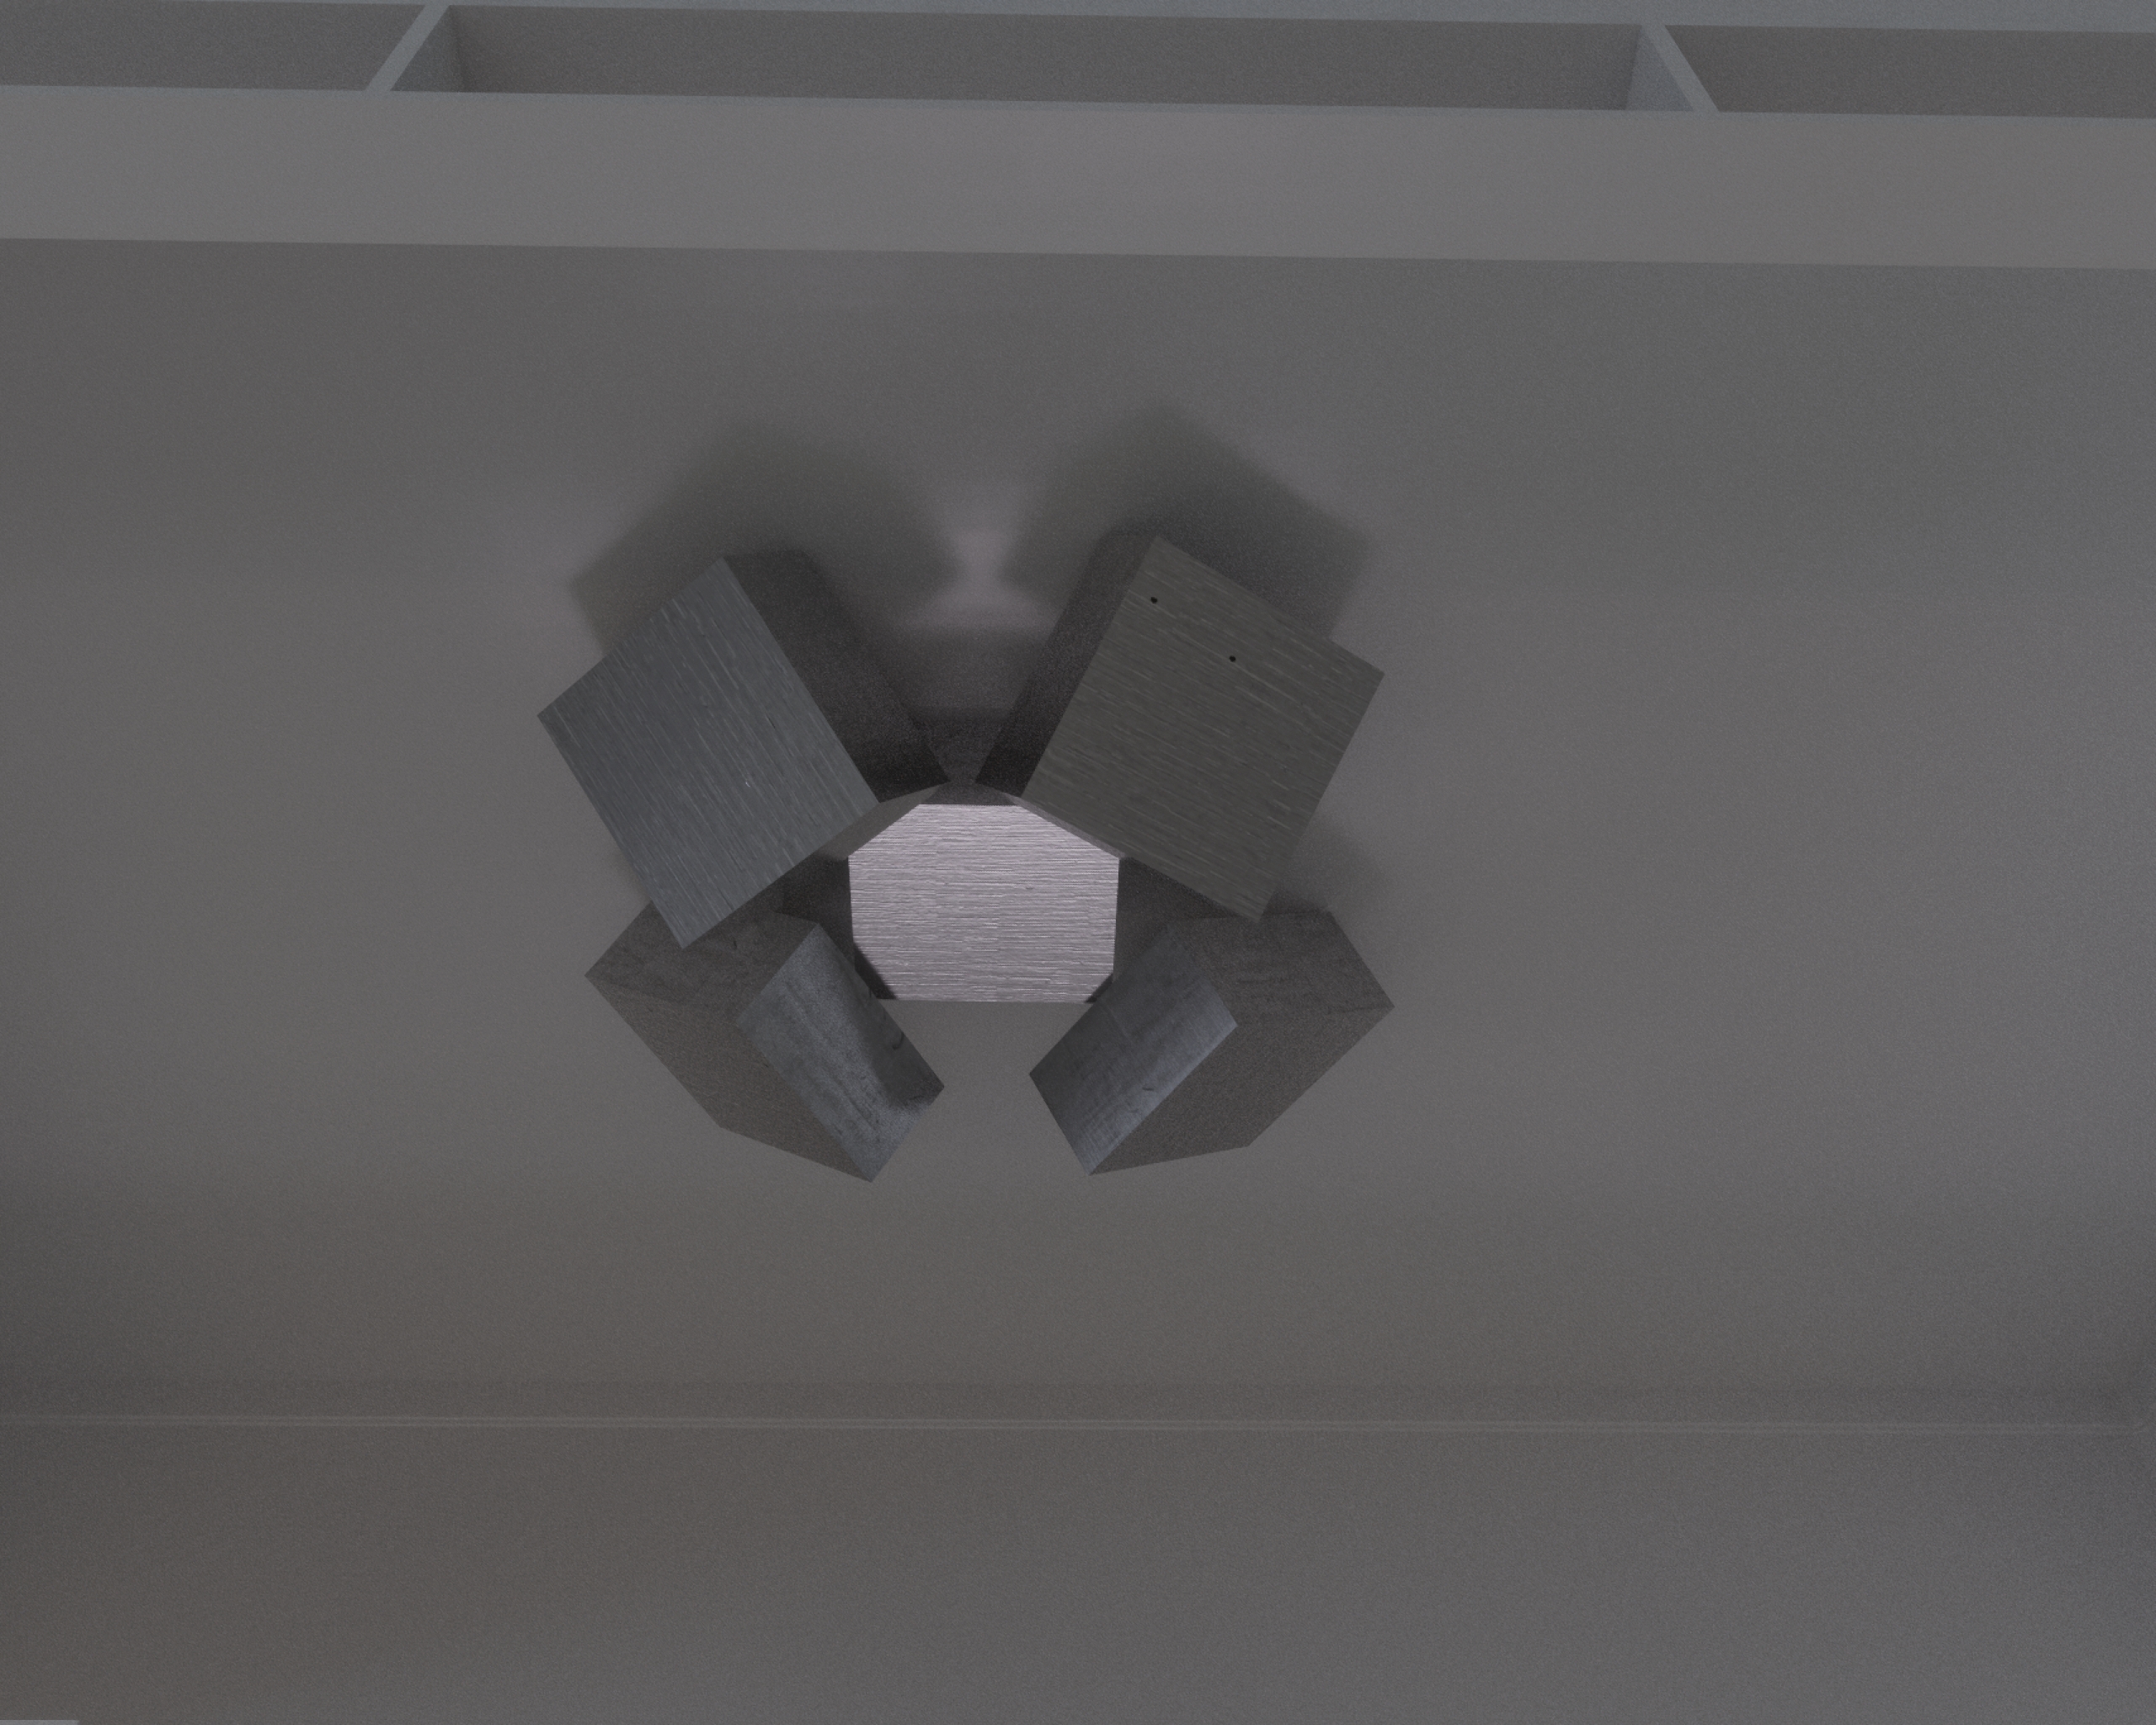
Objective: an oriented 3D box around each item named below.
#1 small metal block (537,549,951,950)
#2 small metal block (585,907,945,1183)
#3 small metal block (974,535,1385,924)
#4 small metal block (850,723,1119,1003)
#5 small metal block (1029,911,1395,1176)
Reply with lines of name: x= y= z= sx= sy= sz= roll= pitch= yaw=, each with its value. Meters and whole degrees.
small metal block: x=-0.060 y=-0.020 z=0.372 sx=0.050 sy=0.025 sz=0.050 roll=-35 pitch=85 yaw=26
small metal block: x=-0.063 y=0.034 z=0.419 sx=0.050 sy=0.025 sz=0.050 roll=10 pitch=144 yaw=43
small metal block: x=0.018 y=-0.024 z=0.370 sx=0.050 sy=0.025 sz=0.050 roll=28 pitch=87 yaw=-22
small metal block: x=-0.018 y=0.000 z=0.406 sx=0.050 sy=0.025 sz=0.050 roll=1 pitch=130 yaw=-1
small metal block: x=0.027 y=0.036 z=0.423 sx=0.050 sy=0.025 sz=0.050 roll=-1 pitch=141 yaw=-47
